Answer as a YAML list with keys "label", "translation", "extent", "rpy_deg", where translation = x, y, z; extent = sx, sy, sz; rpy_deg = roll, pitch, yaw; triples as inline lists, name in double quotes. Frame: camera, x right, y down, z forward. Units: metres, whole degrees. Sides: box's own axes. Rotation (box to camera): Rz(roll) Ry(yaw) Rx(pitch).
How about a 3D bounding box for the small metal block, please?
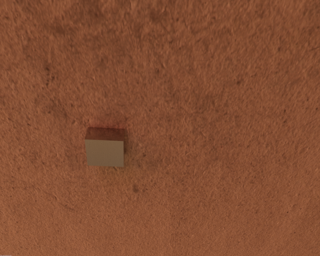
- label: "small metal block"
  translation: [-0.075, 0.027, 0.429]
  extent: [0.050, 0.025, 0.050]
  rpy_deg: [3, 130, -3]
